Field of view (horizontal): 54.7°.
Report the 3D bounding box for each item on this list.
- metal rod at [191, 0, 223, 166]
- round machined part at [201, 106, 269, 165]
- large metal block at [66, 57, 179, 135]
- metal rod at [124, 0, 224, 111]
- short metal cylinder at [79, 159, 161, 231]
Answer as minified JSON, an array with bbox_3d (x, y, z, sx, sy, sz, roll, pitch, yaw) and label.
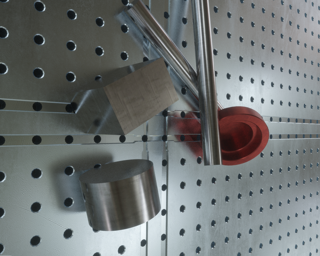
[{"bbox_3d":[0.063,-0.098,0.435,0.025,0.025,0.298,4,79,-40],"label":"metal rod"},{"bbox_3d":[0.110,0.007,0.470,0.098,0.098,0.042,46,21,-31],"label":"round machined part"},{"bbox_3d":[-0.041,-0.034,0.340,0.081,0.080,0.050,-35,112,-35],"label":"large metal block"},{"bbox_3d":[0.056,-0.060,0.458,0.300,0.025,0.025,46,63,-31],"label":"metal rod"},{"bbox_3d":[-0.043,0.070,0.339,0.081,0.080,0.050,-17,101,-39],"label":"short metal cylinder"}]
